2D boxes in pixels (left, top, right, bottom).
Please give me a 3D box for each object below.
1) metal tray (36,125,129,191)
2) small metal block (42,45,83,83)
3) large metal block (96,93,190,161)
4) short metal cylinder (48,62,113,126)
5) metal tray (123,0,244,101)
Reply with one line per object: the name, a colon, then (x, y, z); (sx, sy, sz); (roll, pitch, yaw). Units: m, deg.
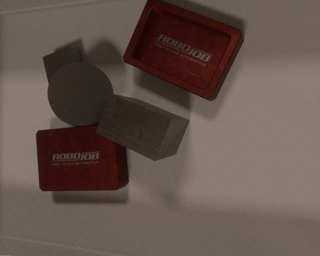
metal tray: (-0.114, 0.043, 0.447); (0.130, 0.030, 0.089); (-5, 88, 19)
small metal block: (-0.140, -0.087, 0.458); (0.050, 0.025, 0.050); (-16, 85, 19)
large metal block: (-0.018, -0.002, 0.387); (0.080, 0.080, 0.050); (24, 98, 18)
short metal cylinder: (-0.106, -0.043, 0.413); (0.081, 0.050, 0.079); (0, 89, -18)
metal tray: (0.028, -0.101, 0.397); (0.130, 0.030, 0.090); (27, 99, 17)
